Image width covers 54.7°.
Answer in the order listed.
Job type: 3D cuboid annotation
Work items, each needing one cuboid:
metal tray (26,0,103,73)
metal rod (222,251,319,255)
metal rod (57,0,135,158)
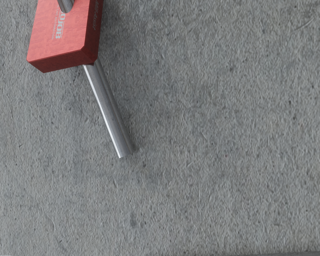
[{"bbox_3d":[-0.128,-0.145,0.427,0.090,0.030,0.130,-7,67,19],"label":"metal tray"},{"bbox_3d":[0.114,0.164,0.368,0.301,0.025,0.025,-11,86,19],"label":"metal rod"},{"bbox_3d":[-0.099,-0.102,0.423,0.025,0.025,0.299,-21,91,18],"label":"metal rod"}]
